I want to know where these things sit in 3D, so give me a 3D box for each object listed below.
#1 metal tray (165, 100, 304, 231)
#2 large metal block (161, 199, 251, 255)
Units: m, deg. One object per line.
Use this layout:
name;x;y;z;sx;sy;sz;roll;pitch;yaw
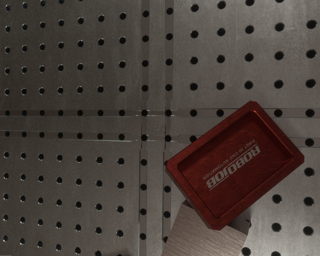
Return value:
metal tray;0.083;0.041;0.351;0.131;0.030;0.090;-35;78;-11
large metal block;0.055;0.140;0.379;0.080;0.050;0.080;23;97;18
